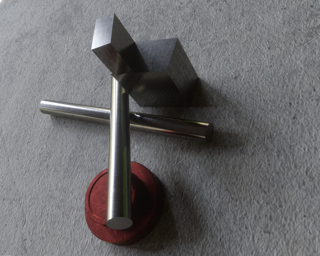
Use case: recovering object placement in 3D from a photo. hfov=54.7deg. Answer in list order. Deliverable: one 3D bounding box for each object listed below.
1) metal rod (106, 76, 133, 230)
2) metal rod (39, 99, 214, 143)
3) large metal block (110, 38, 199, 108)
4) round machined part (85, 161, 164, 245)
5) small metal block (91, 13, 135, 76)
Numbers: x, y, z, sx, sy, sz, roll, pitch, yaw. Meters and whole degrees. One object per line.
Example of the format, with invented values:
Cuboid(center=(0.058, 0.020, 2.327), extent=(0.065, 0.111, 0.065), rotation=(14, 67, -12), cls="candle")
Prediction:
Cuboid(center=(-0.052, -0.015, 0.401), extent=(0.025, 0.025, 0.300), rotation=(-22, 44, 15), cls="metal rod")
Cuboid(center=(-0.067, -0.015, 0.446), extent=(0.300, 0.025, 0.025), rotation=(10, 67, 31), cls="metal rod")
Cuboid(center=(-0.004, -0.070, 0.412), extent=(0.080, 0.080, 0.050), rotation=(3, 63, 29), cls="large metal block")
Cuboid(center=(-0.048, 0.084, 0.365), extent=(0.098, 0.042, 0.098), rotation=(-13, 56, 20), cls="round machined part")
Cuboid(center=(-0.055, -0.100, 0.373), extent=(0.025, 0.050, 0.050), rotation=(-13, 56, 21), cls="small metal block")
